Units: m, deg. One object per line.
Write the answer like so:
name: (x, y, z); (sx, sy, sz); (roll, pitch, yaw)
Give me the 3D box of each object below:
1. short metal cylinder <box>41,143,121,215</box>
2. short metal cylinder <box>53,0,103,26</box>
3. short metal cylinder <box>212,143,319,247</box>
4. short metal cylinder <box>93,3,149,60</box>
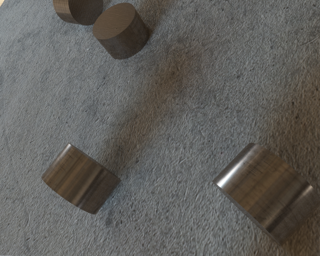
short metal cylinder: (-0.095, 0.062, 0.381); (0.080, 0.080, 0.050); (28, 77, 37)
short metal cylinder: (-0.158, -0.243, 0.601); (0.050, 0.080, 0.080); (21, 73, 36)
short metal cylinder: (0.095, 0.059, 0.283); (0.050, 0.080, 0.080); (-46, 51, -3)
short metal cylinder: (-0.065, -0.163, 0.522); (0.080, 0.050, 0.080); (-13, 56, 21)
